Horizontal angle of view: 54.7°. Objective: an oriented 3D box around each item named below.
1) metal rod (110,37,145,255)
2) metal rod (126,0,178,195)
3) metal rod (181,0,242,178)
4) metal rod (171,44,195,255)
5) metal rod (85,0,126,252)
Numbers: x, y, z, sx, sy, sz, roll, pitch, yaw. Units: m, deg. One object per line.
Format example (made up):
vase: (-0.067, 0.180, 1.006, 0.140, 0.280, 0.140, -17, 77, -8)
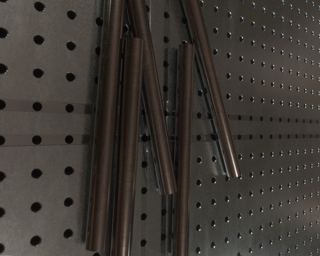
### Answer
metal rod: (-0.040, 0.045, 0.369, 0.025, 0.025, 0.298, 3, 90, -40)
metal rod: (-0.014, -0.059, 0.399, 0.025, 0.025, 0.298, -17, 101, -39)
metal rod: (0.082, -0.061, 0.479, 0.025, 0.025, 0.298, -28, 108, -37)
metal rod: (0.032, 0.032, 0.438, 0.025, 0.025, 0.298, 3, 88, -40)
metal rod: (-0.062, -0.013, 0.358, 0.025, 0.025, 0.298, 6, 86, -40)
